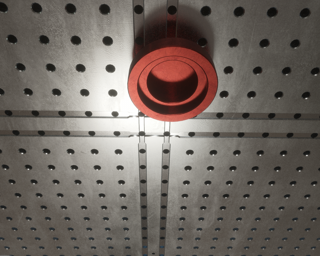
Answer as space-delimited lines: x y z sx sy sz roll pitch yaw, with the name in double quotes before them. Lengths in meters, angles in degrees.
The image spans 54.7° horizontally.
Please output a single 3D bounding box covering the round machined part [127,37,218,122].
"round machined part" 0.014 -0.057 0.352 0.099 0.042 0.097 -1 130 0
